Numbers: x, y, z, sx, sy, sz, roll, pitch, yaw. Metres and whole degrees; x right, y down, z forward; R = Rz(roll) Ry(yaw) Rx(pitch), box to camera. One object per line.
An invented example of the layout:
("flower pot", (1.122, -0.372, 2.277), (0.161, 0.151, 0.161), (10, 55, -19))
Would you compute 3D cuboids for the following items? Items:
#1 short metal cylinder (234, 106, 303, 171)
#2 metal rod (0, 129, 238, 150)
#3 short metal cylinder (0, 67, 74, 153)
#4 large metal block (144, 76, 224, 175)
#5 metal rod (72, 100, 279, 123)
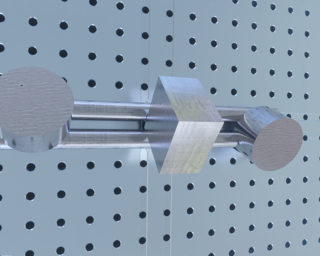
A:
("short metal cylinder", (0.152, 0.014, 0.441), (0.081, 0.050, 0.079), (-8, 115, -16))
("metal rod", (-0.035, 0.014, 0.399), (0.302, 0.025, 0.025), (1, 90, -20))
("short metal cylinder", (-0.136, -0.019, 0.334), (0.081, 0.050, 0.080), (8, 65, -17))
("large metal block", (0.023, -0.003, 0.360), (0.050, 0.080, 0.079), (1, 132, -20))
("metal rod", (0.035, -0.020, 0.425), (0.302, 0.025, 0.025), (1, 90, -20))
